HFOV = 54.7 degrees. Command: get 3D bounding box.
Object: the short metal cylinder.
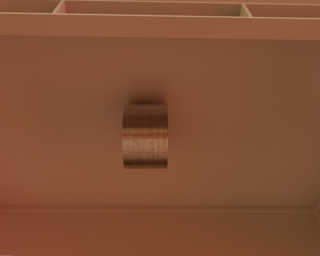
[{"bbox_3d":[-0.017,0.010,0.378,0.050,0.080,0.079,0,130,-1],"label":"short metal cylinder"}]
